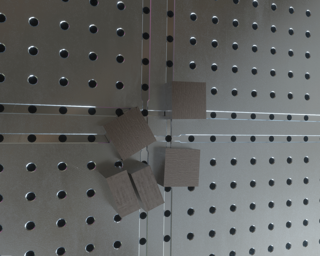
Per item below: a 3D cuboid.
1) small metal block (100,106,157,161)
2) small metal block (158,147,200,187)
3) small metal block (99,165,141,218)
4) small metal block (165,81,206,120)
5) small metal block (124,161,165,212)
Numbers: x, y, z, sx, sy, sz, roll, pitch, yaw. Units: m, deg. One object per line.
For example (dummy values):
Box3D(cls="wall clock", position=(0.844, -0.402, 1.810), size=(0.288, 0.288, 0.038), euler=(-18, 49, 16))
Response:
Box3D(cls="small metal block", position=(-0.041, 0.006, 0.397), size=(0.050, 0.025, 0.050), euler=(-31, 100, -17))
Box3D(cls="small metal block", position=(0.025, 0.053, 0.422), size=(0.050, 0.025, 0.050), euler=(3, 89, -20))
Box3D(cls="small metal block", position=(-0.050, 0.076, 0.381), size=(0.025, 0.050, 0.050), euler=(-22, 98, -19))
Box3D(cls="small metal block", position=(0.035, -0.037, 0.425), size=(0.050, 0.025, 0.050), euler=(-1, 90, -20))
Box3D(cls="small metal block", position=(-0.023, 0.072, 0.391), size=(0.025, 0.050, 0.050), euler=(-23, 98, -18))
